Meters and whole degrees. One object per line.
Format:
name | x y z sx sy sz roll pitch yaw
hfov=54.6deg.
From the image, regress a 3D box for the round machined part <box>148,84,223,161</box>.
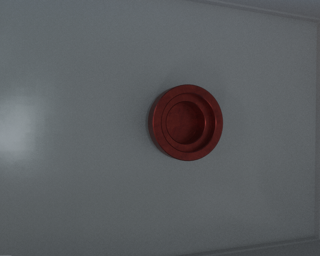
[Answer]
round machined part | 0.031 -0.007 0.412 0.099 0.042 0.097 0 90 -20
